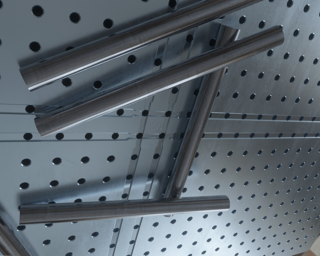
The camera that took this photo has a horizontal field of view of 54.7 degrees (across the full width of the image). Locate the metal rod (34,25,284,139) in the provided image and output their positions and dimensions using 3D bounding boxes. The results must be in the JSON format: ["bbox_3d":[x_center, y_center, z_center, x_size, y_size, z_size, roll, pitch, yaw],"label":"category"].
[{"bbox_3d":[0.006,-0.057,0.360,0.302,0.025,0.025,-22,127,-7],"label":"metal rod"}]

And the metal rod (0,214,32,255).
[{"bbox_3d":[-0.201,0.116,0.373,0.025,0.025,0.298,-23,127,-15],"label":"metal rod"}]

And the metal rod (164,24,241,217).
[{"bbox_3d":[0.049,0.005,0.443,0.025,0.025,0.298,2,118,-30],"label":"metal rod"}]

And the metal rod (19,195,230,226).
[{"bbox_3d":[-0.034,0.115,0.442,0.303,0.025,0.025,3,117,-22],"label":"metal rod"}]

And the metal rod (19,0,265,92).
[{"bbox_3d":[-0.001,-0.110,0.343,0.302,0.025,0.025,-25,128,-13],"label":"metal rod"}]
